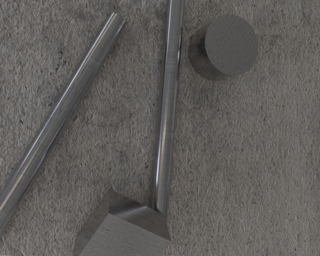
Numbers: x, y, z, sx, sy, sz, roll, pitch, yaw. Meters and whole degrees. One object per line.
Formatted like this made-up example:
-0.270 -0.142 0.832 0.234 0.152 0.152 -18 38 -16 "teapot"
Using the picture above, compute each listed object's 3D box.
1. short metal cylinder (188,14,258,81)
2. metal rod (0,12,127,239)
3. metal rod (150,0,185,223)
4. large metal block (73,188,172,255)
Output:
0.086 -0.109 0.427 0.081 0.050 0.079 0 90 -20 "short metal cylinder"
-0.122 -0.007 0.363 0.025 0.025 0.299 31 80 -18 "metal rod"
0.009 -0.025 0.412 0.025 0.025 0.298 5 88 -20 "metal rod"
-0.046 0.132 0.365 0.080 0.050 0.080 31 102 -18 "large metal block"
